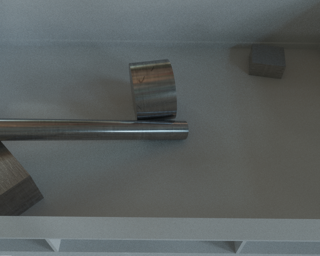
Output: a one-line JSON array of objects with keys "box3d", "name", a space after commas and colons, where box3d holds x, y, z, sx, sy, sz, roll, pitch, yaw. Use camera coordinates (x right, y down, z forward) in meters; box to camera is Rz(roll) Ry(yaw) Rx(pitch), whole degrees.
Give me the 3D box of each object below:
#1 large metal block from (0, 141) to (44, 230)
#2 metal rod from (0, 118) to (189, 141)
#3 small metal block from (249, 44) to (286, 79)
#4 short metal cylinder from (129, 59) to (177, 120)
[{"box3d": [-0.189, 0.064, 0.333, 0.080, 0.050, 0.080, 37, 59, 27], "name": "large metal block"}, {"box3d": [-0.111, 0.002, 0.358, 0.303, 0.025, 0.025, 0, 49, -18], "name": "metal rod"}, {"box3d": [0.171, -0.108, 0.498, 0.050, 0.025, 0.050, 9, 50, 7], "name": "small metal block"}, {"box3d": [-0.011, -0.048, 0.410, 0.050, 0.080, 0.080, -8, 51, -7], "name": "short metal cylinder"}]
